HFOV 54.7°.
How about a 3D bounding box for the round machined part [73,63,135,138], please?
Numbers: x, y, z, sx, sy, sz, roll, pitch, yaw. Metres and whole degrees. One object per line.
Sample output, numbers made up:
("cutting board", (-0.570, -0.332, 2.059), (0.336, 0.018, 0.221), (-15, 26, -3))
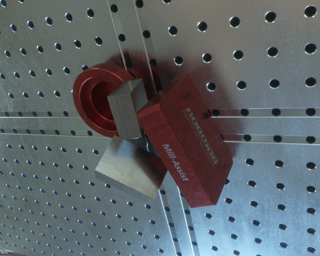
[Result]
("round machined part", (-0.061, -0.039, 0.406), (0.098, 0.042, 0.097), (13, 124, 20))

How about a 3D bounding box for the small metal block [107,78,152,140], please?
("small metal block", (-0.032, -0.022, 0.344), (0.025, 0.050, 0.050), (-7, 115, 15))

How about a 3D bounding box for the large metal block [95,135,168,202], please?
("large metal block", (-0.040, 0.059, 0.421), (0.080, 0.050, 0.080), (27, 161, -3))

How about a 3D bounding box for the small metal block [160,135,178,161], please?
("small metal block", (0.028, 0.030, 0.407), (0.050, 0.025, 0.050), (19, 131, 30))

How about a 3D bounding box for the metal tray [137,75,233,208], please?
("metal tray", (0.035, 0.015, 0.359), (0.030, 0.090, 0.130), (-19, 109, 35))
